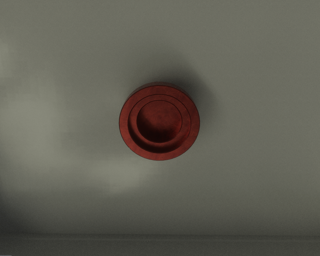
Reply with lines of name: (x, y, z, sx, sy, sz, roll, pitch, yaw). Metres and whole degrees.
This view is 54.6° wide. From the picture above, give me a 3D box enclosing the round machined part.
round machined part: (-0.001, -0.011, 0.395, 0.099, 0.042, 0.097, 0, 110, 0)
